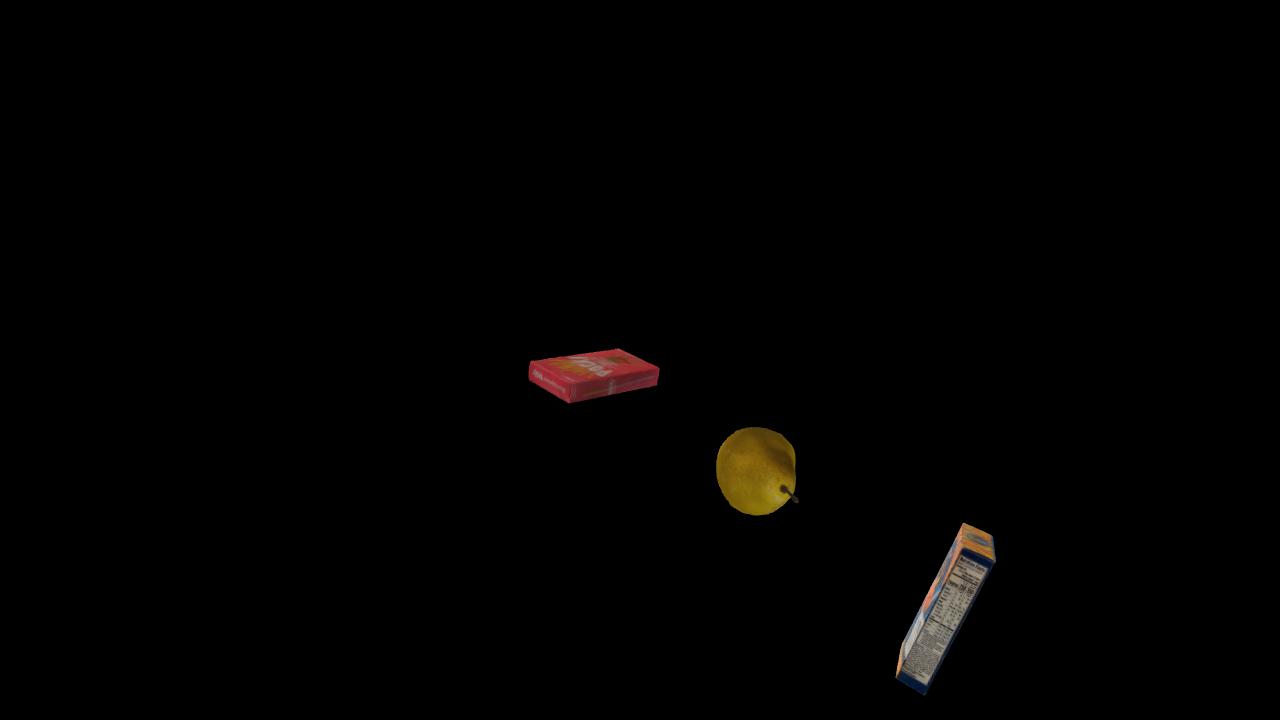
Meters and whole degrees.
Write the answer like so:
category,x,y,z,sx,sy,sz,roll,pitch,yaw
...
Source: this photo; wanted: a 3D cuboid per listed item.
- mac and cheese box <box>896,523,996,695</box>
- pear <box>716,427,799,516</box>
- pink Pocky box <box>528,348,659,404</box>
category,x,y,z,sx,sy,sz,roll,pitch,yaw
mac and cheese box,0.361,0.292,0.728,0.041,0.184,0.093,25,14,26
pear,0.109,0.099,0.538,0.080,0.080,0.111,0,-7,-7
pink Pocky box,-0.056,0.017,0.788,0.155,0.029,0.084,-9,25,-45
